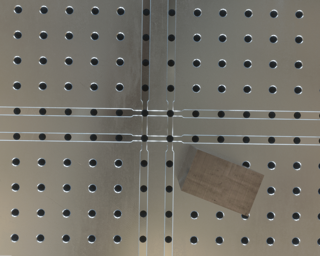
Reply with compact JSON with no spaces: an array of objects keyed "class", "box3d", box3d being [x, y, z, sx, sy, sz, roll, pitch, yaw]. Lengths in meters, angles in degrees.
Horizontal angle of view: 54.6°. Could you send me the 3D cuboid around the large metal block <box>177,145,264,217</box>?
[{"class":"large metal block","box3d":[0.070,0.061,0.386,0.080,0.080,0.050,21,90,0]}]
